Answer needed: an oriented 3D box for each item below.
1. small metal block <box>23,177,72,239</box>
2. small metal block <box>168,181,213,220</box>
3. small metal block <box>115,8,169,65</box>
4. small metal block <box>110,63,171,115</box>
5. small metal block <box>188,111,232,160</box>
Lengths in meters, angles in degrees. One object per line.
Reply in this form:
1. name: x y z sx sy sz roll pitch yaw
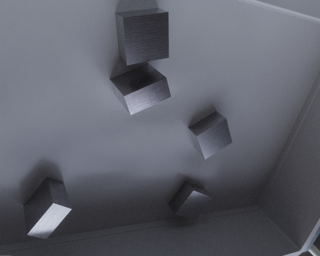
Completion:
1. small metal block: -0.138 0.097 0.378 0.050 0.050 0.025 -50 129 7
2. small metal block: 0.050 0.121 0.513 0.050 0.025 0.050 28 103 -38
3. small metal block: -0.019 -0.100 0.338 0.050 0.025 0.050 -15 125 -20
4. small metal block: -0.023 -0.046 0.353 0.050 0.050 0.025 -26 128 -13
5. small metal block: 0.075 0.011 0.459 0.050 0.025 0.050 -31 129 -9
